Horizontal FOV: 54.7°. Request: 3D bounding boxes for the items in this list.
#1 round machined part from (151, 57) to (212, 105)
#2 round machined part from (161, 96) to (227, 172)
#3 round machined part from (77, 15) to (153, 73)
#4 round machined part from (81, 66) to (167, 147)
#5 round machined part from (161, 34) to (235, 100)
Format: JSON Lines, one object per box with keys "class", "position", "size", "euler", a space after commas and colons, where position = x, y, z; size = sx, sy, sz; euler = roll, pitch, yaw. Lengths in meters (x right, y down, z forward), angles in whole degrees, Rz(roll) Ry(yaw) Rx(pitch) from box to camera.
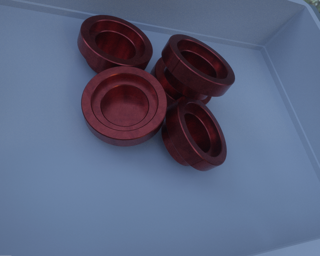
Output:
{"class": "round machined part", "position": [0.038, -0.073, 0.462], "size": [0.099, 0.042, 0.098], "euler": [14, 56, -21]}
{"class": "round machined part", "position": [0.040, 0.010, 0.398], "size": [0.098, 0.042, 0.098], "euler": [33, 40, -34]}
{"class": "round machined part", "position": [-0.063, -0.105, 0.421], "size": [0.099, 0.042, 0.098], "euler": [16, 48, -18]}
{"class": "round machined part", "position": [-0.042, -0.023, 0.374], "size": [0.099, 0.042, 0.098], "euler": [3, 65, -5]}
{"class": "round machined part", "position": [0.044, -0.074, 0.402], "size": [0.099, 0.042, 0.098], "euler": [22, 38, -18]}
